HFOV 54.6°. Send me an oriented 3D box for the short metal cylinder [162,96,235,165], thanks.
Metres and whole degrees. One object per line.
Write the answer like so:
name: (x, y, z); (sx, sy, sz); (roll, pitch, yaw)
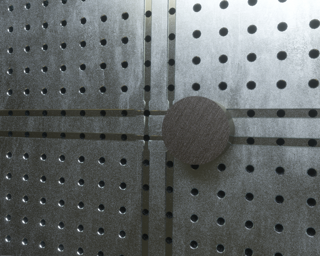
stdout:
short metal cylinder: (0.049, 0.003, 0.382); (0.080, 0.050, 0.080); (0, 90, 20)
